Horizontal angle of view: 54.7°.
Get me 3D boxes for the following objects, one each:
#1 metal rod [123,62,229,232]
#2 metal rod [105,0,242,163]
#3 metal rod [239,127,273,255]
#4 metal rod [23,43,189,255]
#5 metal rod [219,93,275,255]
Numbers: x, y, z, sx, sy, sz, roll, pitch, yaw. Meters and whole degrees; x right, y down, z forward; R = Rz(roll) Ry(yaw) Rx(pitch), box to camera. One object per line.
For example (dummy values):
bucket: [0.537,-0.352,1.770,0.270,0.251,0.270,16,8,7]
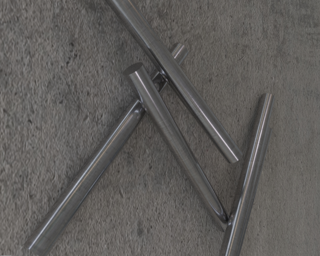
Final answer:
metal rod: [0.037,0.045,0.415,0.025,0.025,0.299,-50,126,-28]
metal rod: [0.016,-0.068,0.383,0.300,0.025,0.025,51,60,-20]
metal rod: [0.142,0.136,0.523,0.025,0.025,0.299,33,70,-35]
metal rod: [-0.047,0.006,0.365,0.025,0.025,0.301,48,61,-29]
metal rod: [0.147,0.068,0.505,0.025,0.025,0.300,41,59,-32]
